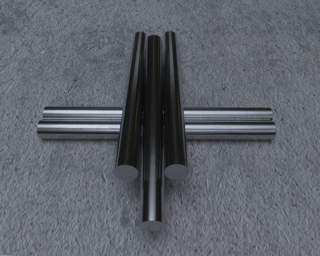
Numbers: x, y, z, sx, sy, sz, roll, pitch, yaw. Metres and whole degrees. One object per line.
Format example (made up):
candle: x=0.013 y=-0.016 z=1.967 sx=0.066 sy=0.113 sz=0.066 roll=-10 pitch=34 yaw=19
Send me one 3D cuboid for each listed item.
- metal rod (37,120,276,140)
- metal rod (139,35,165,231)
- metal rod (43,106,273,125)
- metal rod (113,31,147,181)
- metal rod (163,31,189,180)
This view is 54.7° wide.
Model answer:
metal rod: x=-0.004 y=0.003 z=0.403 sx=0.302 sy=0.025 sz=0.025 roll=0 pitch=50 yaw=-1
metal rod: x=-0.008 y=-0.022 z=0.389 sx=0.025 sy=0.025 sz=0.300 roll=0 pitch=50 yaw=-1
metal rod: x=-0.002 y=-0.016 z=0.419 sx=0.302 sy=0.025 sz=0.025 roll=0 pitch=50 yaw=-1
metal rod: x=-0.034 y=-0.055 z=0.423 sx=0.025 sy=0.025 sz=0.300 roll=0 pitch=42 yaw=0
metal rod: x=0.017 y=-0.056 z=0.424 sx=0.025 sy=0.025 sz=0.300 roll=0 pitch=42 yaw=0
